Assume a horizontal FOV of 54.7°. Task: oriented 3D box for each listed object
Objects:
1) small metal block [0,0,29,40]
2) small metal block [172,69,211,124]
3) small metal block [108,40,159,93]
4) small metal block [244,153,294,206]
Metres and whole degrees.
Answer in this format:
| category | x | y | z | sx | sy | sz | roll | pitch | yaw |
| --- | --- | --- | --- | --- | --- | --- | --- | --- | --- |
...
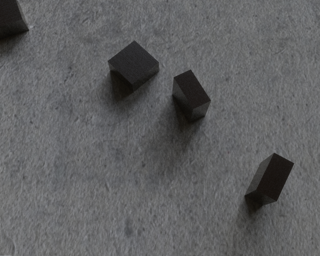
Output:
| category | x | y | z | sx | sy | sz | roll | pitch | yaw |
| --- | --- | --- | --- | --- | --- | --- | --- | --- | --- |
| small metal block | -0.233 | -0.166 | 0.466 | 0.050 | 0.025 | 0.050 | -22 | 72 | -8 |
| small metal block | 0.040 | -0.041 | 0.410 | 0.025 | 0.050 | 0.050 | -26 | 73 | -9 |
| small metal block | -0.037 | -0.088 | 0.440 | 0.050 | 0.025 | 0.050 | -42 | 76 | -14 |
| small metal block | 0.131 | 0.063 | 0.373 | 0.025 | 0.050 | 0.050 | 30 | 73 | 10 |
